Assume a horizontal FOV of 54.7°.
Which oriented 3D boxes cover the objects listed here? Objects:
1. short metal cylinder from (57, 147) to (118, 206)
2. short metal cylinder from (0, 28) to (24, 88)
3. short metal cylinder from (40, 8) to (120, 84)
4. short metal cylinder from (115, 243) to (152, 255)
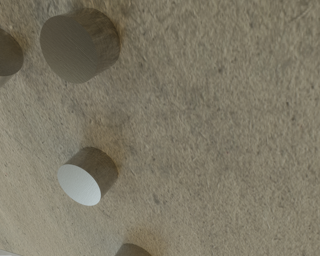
[{"bbox_3d":[-0.115,0.077,0.497,0.080,0.050,0.079,13,124,20],"label":"short metal cylinder"},{"bbox_3d":[-0.244,-0.098,0.436,0.050,0.080,0.080,-25,105,36],"label":"short metal cylinder"},{"bbox_3d":[-0.096,-0.100,0.377,0.080,0.050,0.079,13,124,20],"label":"short metal cylinder"},{"bbox_3d":[-0.054,0.265,0.581,0.080,0.050,0.079,13,124,20],"label":"short metal cylinder"}]
